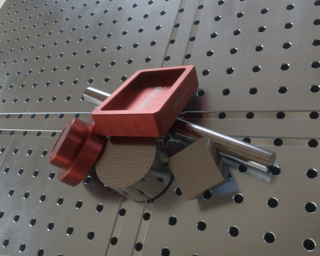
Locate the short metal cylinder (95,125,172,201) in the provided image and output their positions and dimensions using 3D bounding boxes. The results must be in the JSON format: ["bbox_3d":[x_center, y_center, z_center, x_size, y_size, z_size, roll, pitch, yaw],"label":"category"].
[{"bbox_3d":[-0.030,0.043,0.377,0.080,0.050,0.080,-13,56,21],"label":"short metal cylinder"}]

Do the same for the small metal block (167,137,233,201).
[{"bbox_3d":[0.043,0.045,0.339,0.050,0.025,0.050,-36,66,25],"label":"small metal block"}]

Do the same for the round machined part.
[{"bbox_3d":[-0.111,0.024,0.406,0.098,0.042,0.098,-47,25,30],"label":"round machined part"}]

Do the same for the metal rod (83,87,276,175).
[{"bbox_3d":[0.001,-0.008,0.408,0.300,0.025,0.025,22,73,36],"label":"metal rod"}]

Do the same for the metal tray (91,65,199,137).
[{"bbox_3d":[-0.014,-0.038,0.393,0.090,0.030,0.131,0,33,27],"label":"metal tray"}]
